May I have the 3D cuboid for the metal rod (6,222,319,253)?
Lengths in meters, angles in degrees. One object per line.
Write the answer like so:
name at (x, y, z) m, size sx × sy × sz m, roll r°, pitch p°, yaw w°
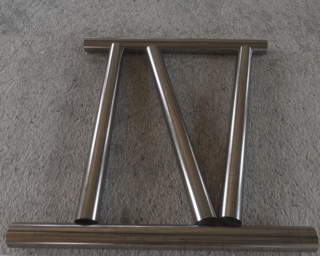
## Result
metal rod at (0.002, 0.110, 0.311) m, size 0.302 × 0.025 × 0.025 m, roll 1°, pitch 50°, yaw 0°

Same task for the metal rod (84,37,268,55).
metal rod at (0.026, -0.138, 0.521) m, size 0.302 × 0.025 × 0.025 m, roll 1°, pitch 50°, yaw 0°

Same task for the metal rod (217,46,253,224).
metal rod at (0.106, -0.014, 0.416) m, size 0.025 × 0.025 × 0.300 m, roll 10°, pitch 51°, yaw 8°

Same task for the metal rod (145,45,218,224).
metal rod at (0.018, -0.014, 0.416) m, size 0.025 × 0.025 × 0.300 m, roll -9°, pitch 51°, yaw -8°

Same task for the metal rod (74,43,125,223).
metal rod at (-0.073, -0.016, 0.416) m, size 0.025 × 0.025 × 0.300 m, roll 1°, pitch 50°, yaw 0°
